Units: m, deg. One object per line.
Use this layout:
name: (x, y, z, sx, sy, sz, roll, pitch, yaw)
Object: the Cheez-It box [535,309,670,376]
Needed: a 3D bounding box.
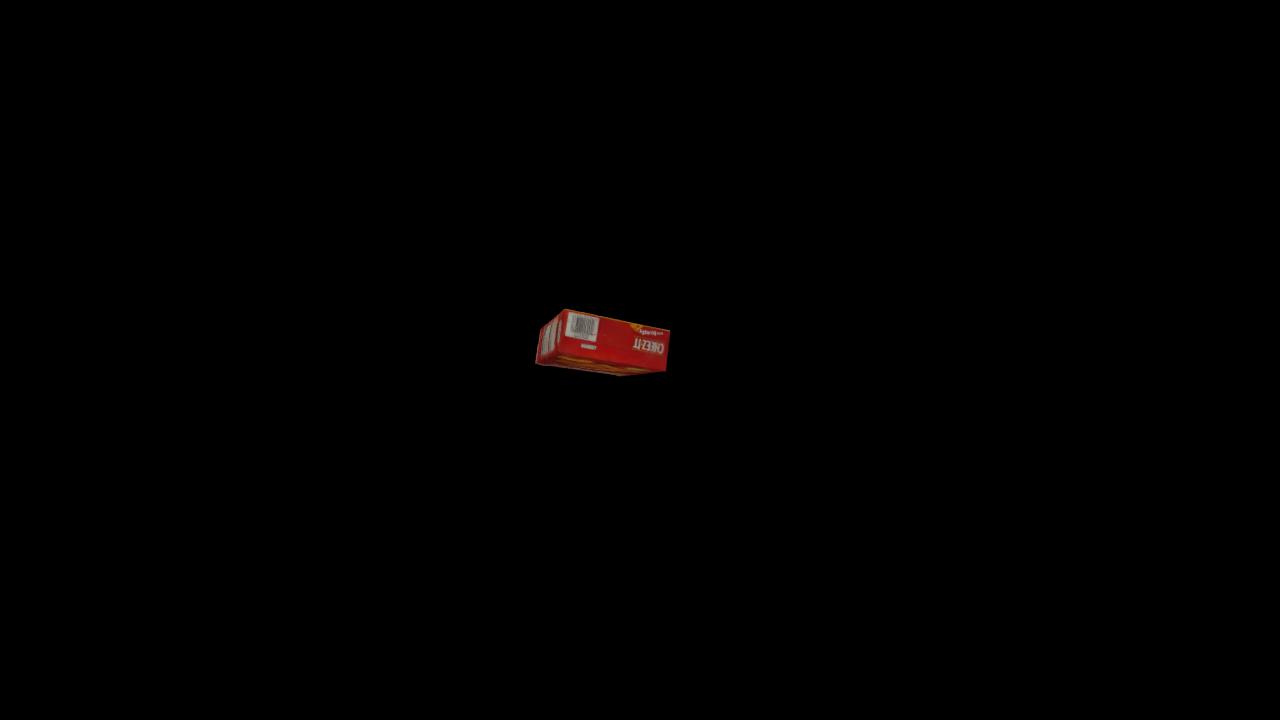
Cheez-It box: (-0.068, -0.020, 0.980, 0.166, 0.071, 0.223, 10, -7, -18)
